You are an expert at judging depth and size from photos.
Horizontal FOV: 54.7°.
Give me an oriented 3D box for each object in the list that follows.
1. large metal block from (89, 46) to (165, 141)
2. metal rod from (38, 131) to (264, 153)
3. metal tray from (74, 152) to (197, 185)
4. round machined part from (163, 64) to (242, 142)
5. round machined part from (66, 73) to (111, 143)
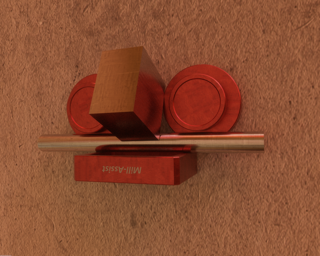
[{"bbox_3d":[-0.033,-0.036,0.363,0.050,0.080,0.080,-2,66,19],"label":"large metal block"},{"bbox_3d":[-0.025,0.019,0.396,0.301,0.025,0.025,-1,90,19],"label":"metal rod"},{"bbox_3d":[-0.027,0.046,0.384,0.130,0.090,0.030,-1,90,19],"label":"metal tray"},{"bbox_3d":[0.050,-0.030,0.382,0.098,0.042,0.097,0,90,19],"label":"round machined part"},{"bbox_3d":[-0.088,-0.027,0.429,0.098,0.042,0.097,0,90,19],"label":"round machined part"}]
